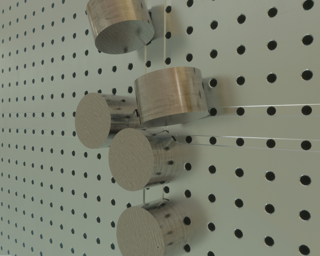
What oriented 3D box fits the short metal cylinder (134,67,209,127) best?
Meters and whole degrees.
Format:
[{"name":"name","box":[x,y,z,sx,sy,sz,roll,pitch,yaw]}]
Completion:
[{"name":"short metal cylinder","box":[0.013,-0.034,0.361,0.080,0.081,0.050,-16,80,38]}]

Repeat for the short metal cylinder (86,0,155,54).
[{"name":"short metal cylinder","box":[-0.053,-0.142,0.415,0.080,0.081,0.050,-26,74,37]}]

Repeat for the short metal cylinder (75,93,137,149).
[{"name":"short metal cylinder","box":[-0.080,-0.010,0.457,0.080,0.050,0.079,0,90,39]}]

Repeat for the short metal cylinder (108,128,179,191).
[{"name":"short metal cylinder","box":[-0.022,0.040,0.409,0.080,0.050,0.079,0,90,39]}]

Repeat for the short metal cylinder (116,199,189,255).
[{"name":"short metal cylinder","box":[-0.010,0.136,0.399,0.080,0.050,0.079,0,90,39]}]
